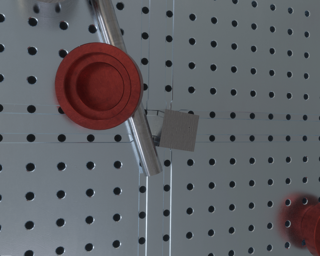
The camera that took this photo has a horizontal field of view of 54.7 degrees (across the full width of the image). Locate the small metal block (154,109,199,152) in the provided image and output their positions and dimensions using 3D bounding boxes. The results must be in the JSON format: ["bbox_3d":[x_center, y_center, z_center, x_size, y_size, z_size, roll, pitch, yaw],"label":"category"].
[{"bbox_3d":[0.022,0.004,0.421,0.050,0.025,0.050,10,87,-20],"label":"small metal block"}]

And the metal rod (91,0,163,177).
[{"bbox_3d":[-0.051,-0.083,0.393,0.025,0.025,0.298,-19,96,-19],"label":"metal rod"}]

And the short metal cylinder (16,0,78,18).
[{"bbox_3d":[-0.129,-0.173,0.351,0.081,0.050,0.079,0,90,-20],"label":"short metal cylinder"}]

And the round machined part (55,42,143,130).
[{"bbox_3d":[-0.068,-0.049,0.365,0.099,0.042,0.097,1,98,5],"label":"round machined part"}]

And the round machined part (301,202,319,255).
[{"bbox_3d":[0.272,0.165,0.505,0.099,0.042,0.097,0,90,-20],"label":"round machined part"}]
